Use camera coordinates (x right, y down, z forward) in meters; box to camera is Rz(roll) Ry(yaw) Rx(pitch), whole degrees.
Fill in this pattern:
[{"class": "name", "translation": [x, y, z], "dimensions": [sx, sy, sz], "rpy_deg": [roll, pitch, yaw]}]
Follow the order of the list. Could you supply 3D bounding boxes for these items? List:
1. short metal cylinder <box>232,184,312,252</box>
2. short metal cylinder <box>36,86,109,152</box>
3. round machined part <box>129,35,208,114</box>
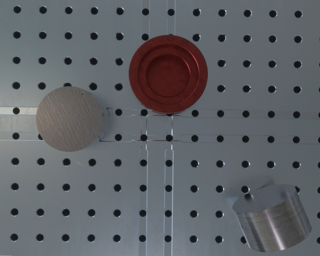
[{"class": "short metal cylinder", "translation": [0.138, 0.110, 0.387], "dimensions": [0.080, 0.080, 0.050], "rpy_deg": [-23, 90, 0]}, {"class": "short metal cylinder", "translation": [-0.110, -0.011, 0.400], "dimensions": [0.081, 0.050, 0.079], "rpy_deg": [0, 90, 0]}, {"class": "round machined part", "translation": [0.010, -0.067, 0.405], "dimensions": [0.099, 0.042, 0.097], "rpy_deg": [0, 90, 0]}]
